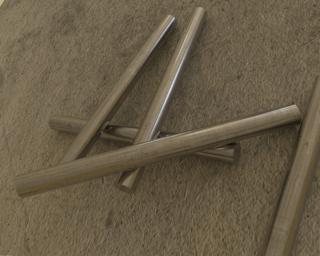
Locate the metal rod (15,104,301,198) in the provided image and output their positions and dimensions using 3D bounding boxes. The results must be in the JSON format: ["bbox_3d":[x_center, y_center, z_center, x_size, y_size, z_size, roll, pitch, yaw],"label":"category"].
[{"bbox_3d":[0.001,0.023,0.330,0.302,0.025,0.025,-14,54,-3],"label":"metal rod"}]

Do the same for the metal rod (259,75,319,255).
[{"bbox_3d":[0.122,0.077,0.292,0.025,0.025,0.300,13,68,33],"label":"metal rod"}]

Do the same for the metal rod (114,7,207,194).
[{"bbox_3d":[0.011,-0.055,0.409,0.025,0.025,0.300,4,56,30],"label":"metal rod"}]

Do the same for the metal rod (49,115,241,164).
[{"bbox_3d":[-0.042,0.009,0.420,0.300,0.025,0.025,8,66,31],"label":"metal rod"}]

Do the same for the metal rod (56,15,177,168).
[{"bbox_3d":[-0.054,-0.056,0.442,0.025,0.025,0.300,14,61,34],"label":"metal rod"}]
